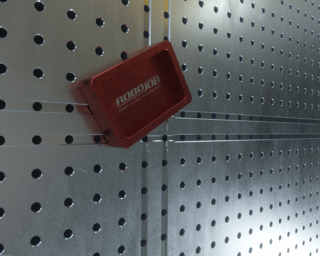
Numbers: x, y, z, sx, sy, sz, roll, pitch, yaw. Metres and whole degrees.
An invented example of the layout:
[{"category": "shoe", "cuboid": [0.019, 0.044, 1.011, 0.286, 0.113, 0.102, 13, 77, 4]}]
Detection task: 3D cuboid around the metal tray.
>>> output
[{"category": "metal tray", "cuboid": [-0.024, -0.045, 0.387, 0.131, 0.030, 0.090, -37, 113, -34]}]
